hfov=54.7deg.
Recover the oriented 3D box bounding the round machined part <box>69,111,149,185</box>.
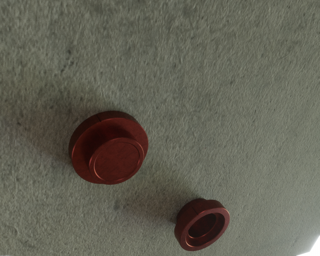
[{"bbox_3d":[-0.059,0.031,0.384,0.099,0.042,0.097,-14,125,-21],"label":"round machined part"}]

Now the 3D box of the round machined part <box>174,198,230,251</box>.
[{"bbox_3d":[0.068,0.161,0.535,0.099,0.042,0.097,-14,125,-21],"label":"round machined part"}]
